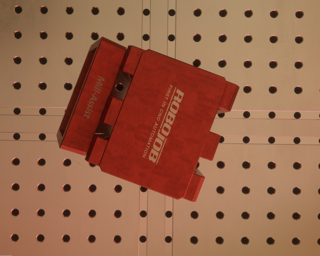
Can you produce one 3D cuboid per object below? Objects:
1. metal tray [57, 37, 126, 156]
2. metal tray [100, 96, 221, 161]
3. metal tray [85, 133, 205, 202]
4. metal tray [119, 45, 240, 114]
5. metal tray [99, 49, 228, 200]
[{"bbox_3d":[-0.087,-0.039,0.378,0.030,0.090,0.129,21,90,-22],"label":"metal tray"},{"bbox_3d":[0.000,0.001,0.380,0.131,0.090,0.030,20,89,-1],"label":"metal tray"},{"bbox_3d":[-0.016,0.044,0.380,0.131,0.090,0.030,21,91,0],"label":"metal tray"},{"bbox_3d":[0.022,-0.055,0.380,0.131,0.090,0.030,21,91,0],"label":"metal tray"},{"bbox_3d":[0.003,-0.004,0.320,0.090,0.030,0.129,21,90,0],"label":"metal tray"}]
